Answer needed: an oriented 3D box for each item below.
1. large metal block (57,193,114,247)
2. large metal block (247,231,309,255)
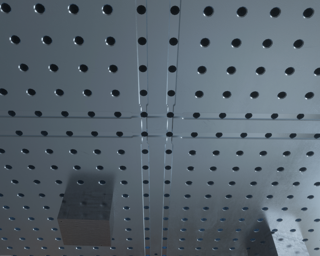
[{"bbox_3d":[-0.122,0.157,0.527,0.080,0.050,0.080,3,130,-3],"label":"large metal block"},{"bbox_3d":[0.234,0.255,0.614,0.080,0.050,0.080,19,128,-16],"label":"large metal block"}]
